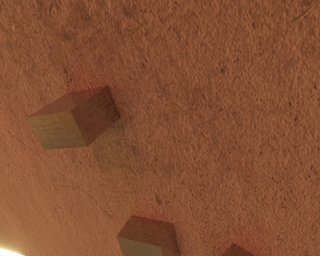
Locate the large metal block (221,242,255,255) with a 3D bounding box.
[{"bbox_3d":[0.104,0.235,0.462,0.050,0.080,0.079,30,128,9],"label":"large metal block"}]

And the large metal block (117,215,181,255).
[{"bbox_3d":[-0.017,0.202,0.525,0.080,0.050,0.080,3,120,27],"label":"large metal block"}]

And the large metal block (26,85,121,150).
[{"bbox_3d":[-0.115,-0.014,0.423,0.080,0.080,0.050,-6,116,31],"label":"large metal block"}]
